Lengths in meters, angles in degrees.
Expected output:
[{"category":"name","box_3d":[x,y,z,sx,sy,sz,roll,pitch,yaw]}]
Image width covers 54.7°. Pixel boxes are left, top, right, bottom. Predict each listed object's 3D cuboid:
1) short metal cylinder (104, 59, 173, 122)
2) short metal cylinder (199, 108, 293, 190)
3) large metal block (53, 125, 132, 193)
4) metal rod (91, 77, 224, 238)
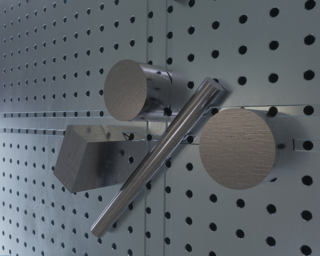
[{"category":"short metal cylinder","box_3d":[-0.030,-0.048,0.418,0.080,0.050,0.079,0,90,40]},{"category":"short metal cylinder","box_3d":[0.088,0.020,0.320,0.080,0.050,0.079,0,90,40]},{"category":"large metal block","box_3d":[-0.098,0.042,0.455,0.050,0.081,0.079,34,111,35]},{"category":"metal rod","box_3d":[-0.017,0.056,0.423,0.025,0.025,0.298,52,120,27]}]
